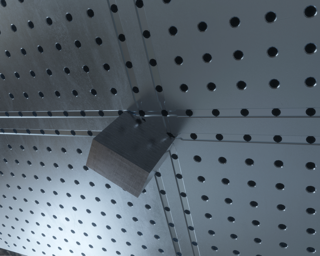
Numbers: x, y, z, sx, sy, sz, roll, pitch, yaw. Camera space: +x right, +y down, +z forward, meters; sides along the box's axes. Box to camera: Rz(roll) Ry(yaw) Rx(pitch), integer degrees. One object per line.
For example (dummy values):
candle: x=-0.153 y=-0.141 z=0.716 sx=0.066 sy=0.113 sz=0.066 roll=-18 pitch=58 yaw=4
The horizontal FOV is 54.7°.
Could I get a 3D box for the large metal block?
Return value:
large metal block: x=-0.038 y=0.032 z=0.414 sx=0.080 sy=0.080 sz=0.050 roll=30 pitch=128 yaw=8
